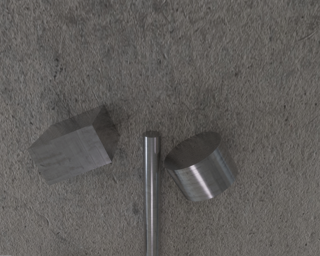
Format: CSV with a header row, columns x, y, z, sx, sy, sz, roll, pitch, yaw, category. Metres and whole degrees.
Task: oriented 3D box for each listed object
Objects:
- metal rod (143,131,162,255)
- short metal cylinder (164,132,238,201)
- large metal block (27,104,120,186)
x,y,z,sx,sy,sz,roll,pitch,yaw,category
-0.012,0.148,0.464,0.025,0.025,0.298,0,110,0,metal rod
0.052,0.048,0.399,0.080,0.080,0.050,-28,108,9,short metal cylinder
-0.101,0.018,0.386,0.080,0.080,0.050,-21,109,7,large metal block
